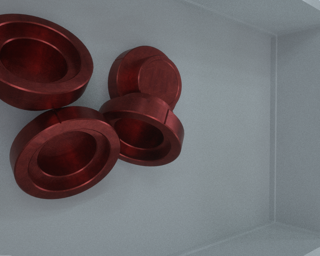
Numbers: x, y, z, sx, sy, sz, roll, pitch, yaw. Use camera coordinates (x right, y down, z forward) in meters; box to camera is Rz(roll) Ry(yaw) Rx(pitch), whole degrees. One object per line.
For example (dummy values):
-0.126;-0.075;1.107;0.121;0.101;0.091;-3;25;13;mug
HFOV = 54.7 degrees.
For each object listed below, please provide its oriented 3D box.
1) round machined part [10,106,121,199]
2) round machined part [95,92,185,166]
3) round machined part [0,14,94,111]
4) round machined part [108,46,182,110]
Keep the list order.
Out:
-0.092;0.019;0.299;0.099;0.042;0.097;-22;137;-22;round machined part
-0.021;-0.001;0.345;0.098;0.098;0.042;44;44;-32;round machined part
-0.114;-0.054;0.279;0.099;0.042;0.098;19;45;-20;round machined part
-0.011;-0.054;0.386;0.099;0.042;0.097;0;90;-40;round machined part
